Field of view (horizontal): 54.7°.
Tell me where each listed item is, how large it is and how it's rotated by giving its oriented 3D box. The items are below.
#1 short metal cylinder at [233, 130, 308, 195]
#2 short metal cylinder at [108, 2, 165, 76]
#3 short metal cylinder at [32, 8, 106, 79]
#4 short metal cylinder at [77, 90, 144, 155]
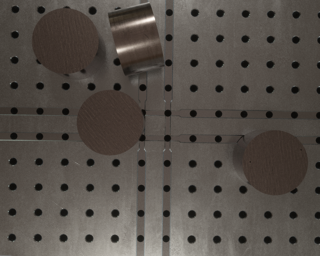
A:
[{"bbox_3d":[0.141,0.042,0.403,0.081,0.050,0.079,0,90,-1],"label":"short metal cylinder"},{"bbox_3d":[-0.029,-0.109,0.385,0.050,0.080,0.080,-14,90,0],"label":"short metal cylinder"},{"bbox_3d":[-0.115,-0.105,0.399,0.081,0.050,0.079,0,90,-1],"label":"short metal cylinder"},{"bbox_3d":[-0.061,-0.007,0.400,0.081,0.050,0.079,0,90,-1],"label":"short metal cylinder"}]
